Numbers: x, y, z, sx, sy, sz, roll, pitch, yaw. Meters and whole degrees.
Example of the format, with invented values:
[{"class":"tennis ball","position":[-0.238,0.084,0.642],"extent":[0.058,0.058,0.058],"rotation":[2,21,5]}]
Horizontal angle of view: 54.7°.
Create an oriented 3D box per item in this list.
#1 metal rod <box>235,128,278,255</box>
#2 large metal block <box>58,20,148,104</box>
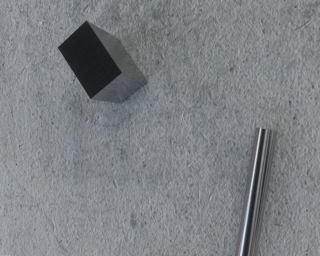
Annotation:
[{"class":"metal rod","position":[0.104,0.149,0.372],"extent":[0.025,0.025,0.298],"rotation":[9,93,19]},{"class":"large metal block","position":[-0.071,-0.081,0.404],"extent":[0.050,0.080,0.080],"rotation":[-37,79,16]}]
